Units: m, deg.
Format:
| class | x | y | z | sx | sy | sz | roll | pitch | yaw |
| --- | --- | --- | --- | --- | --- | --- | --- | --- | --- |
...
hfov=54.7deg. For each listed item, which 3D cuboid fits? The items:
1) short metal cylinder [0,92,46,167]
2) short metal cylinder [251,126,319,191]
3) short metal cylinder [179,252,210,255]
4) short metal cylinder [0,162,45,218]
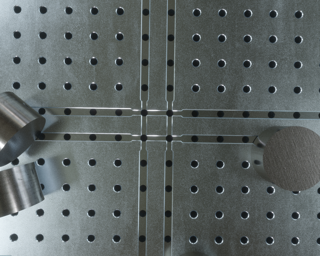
| class | x | y | z | sx | sy | sz | roll | pitch | yaw |
| --- | --- | --- | --- | --- | --- | --- | --- | --- | --- |
| short metal cylinder | -0.191 | 0.002 | 0.384 | 0.050 | 0.080 | 0.080 | 39 | 90 | 0 |
| short metal cylinder | 0.165 | 0.037 | 0.402 | 0.081 | 0.050 | 0.079 | 0 | 90 | 0 |
| short metal cylinder | 0.047 | 0.210 | 0.401 | 0.081 | 0.050 | 0.079 | 0 | 90 | 0 |
| short metal cylinder | -0.192 | 0.078 | 0.384 | 0.080 | 0.080 | 0.050 | -16 | 90 | 0 |
